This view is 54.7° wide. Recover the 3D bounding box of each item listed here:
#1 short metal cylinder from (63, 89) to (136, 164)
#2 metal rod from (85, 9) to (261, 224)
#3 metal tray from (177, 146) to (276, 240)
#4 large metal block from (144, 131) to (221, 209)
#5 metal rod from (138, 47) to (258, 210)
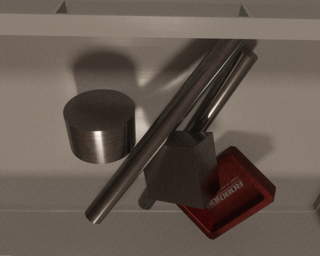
[{"bbox_3d":[-0.070,-0.003,0.369,0.081,0.080,0.050,1,130,-1],"label":"short metal cylinder"},{"bbox_3d":[0.004,-0.001,0.355,0.025,0.025,0.299,31,107,-24],"label":"metal rod"},{"bbox_3d":[0.093,0.100,0.464,0.090,0.030,0.129,46,121,4],"label":"metal tray"},{"bbox_3d":[0.026,0.050,0.398,0.080,0.050,0.079,2,111,34],"label":"large metal block"},{"bbox_3d":[0.036,0.021,0.427,0.025,0.025,0.298,19,128,-16],"label":"metal rod"}]
